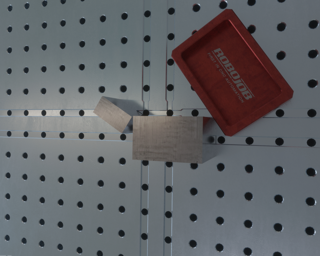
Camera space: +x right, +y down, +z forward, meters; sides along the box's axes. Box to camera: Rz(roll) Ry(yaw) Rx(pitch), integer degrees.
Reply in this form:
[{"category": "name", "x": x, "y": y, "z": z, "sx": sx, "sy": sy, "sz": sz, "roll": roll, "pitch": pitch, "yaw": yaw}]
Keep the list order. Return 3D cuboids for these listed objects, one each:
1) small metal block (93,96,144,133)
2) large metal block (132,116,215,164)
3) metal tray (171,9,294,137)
[{"category": "small metal block", "x": -0.053, "y": -0.017, "z": 0.418, "sx": 0.050, "sy": 0.050, "sz": 0.025, "roll": 35, "pitch": 101, "yaw": 16}, {"category": "large metal block", "x": 0.021, "y": 0.012, "z": 0.376, "sx": 0.080, "sy": 0.080, "sz": 0.050, "roll": 1, "pitch": 91, "yaw": 20}, {"category": "metal tray", "x": 0.086, "y": -0.066, "z": 0.379, "sx": 0.090, "sy": 0.030, "sz": 0.130, "roll": -35, "pitch": 79, "yaw": 16}]
